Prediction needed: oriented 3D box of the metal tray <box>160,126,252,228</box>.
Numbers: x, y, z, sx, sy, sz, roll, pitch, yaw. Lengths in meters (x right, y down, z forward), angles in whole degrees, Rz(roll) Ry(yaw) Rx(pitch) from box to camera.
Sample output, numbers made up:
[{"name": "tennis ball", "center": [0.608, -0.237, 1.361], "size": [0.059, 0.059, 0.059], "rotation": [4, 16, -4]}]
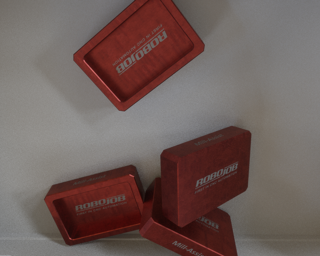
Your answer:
[{"name": "metal tray", "center": [0.061, 0.056, 0.390], "size": [0.131, 0.030, 0.089], "rotation": [-17, 114, -36]}]

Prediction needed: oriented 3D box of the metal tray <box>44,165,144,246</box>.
[{"name": "metal tray", "center": [-0.086, 0.113, 0.449], "size": [0.131, 0.030, 0.089], "rotation": [-15, 110, 5]}]

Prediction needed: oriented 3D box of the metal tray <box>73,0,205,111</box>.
[{"name": "metal tray", "center": [-0.025, -0.092, 0.369], "size": [0.130, 0.030, 0.090], "rotation": [-36, 107, 16]}]

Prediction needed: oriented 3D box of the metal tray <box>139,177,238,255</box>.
[{"name": "metal tray", "center": [0.040, 0.131, 0.423], "size": [0.131, 0.090, 0.030], "rotation": [29, 115, -11]}]
